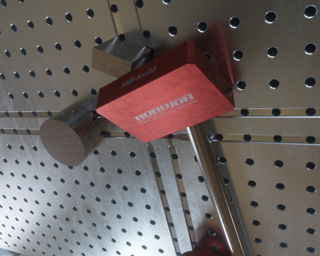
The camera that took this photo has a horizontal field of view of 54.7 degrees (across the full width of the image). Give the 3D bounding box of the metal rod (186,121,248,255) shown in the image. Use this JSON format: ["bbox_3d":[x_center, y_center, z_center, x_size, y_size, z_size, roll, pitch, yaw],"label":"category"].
[{"bbox_3d":[0.092,0.120,0.436,0.025,0.025,0.298,-8,115,31],"label":"metal rod"}]

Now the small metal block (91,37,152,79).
[{"bbox_3d":[-0.044,-0.082,0.366,0.050,0.050,0.025,23,127,13],"label":"small metal block"}]

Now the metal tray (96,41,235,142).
[{"bbox_3d":[0.005,-0.032,0.349,0.130,0.030,0.090,-22,140,31],"label":"metal tray"}]

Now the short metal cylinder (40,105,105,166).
[{"bbox_3d":[-0.132,0.011,0.469,0.080,0.050,0.079,13,124,20],"label":"short metal cylinder"}]

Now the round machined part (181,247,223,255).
[{"bbox_3d":[0.076,0.235,0.504,0.098,0.042,0.097,13,124,20],"label":"round machined part"}]
